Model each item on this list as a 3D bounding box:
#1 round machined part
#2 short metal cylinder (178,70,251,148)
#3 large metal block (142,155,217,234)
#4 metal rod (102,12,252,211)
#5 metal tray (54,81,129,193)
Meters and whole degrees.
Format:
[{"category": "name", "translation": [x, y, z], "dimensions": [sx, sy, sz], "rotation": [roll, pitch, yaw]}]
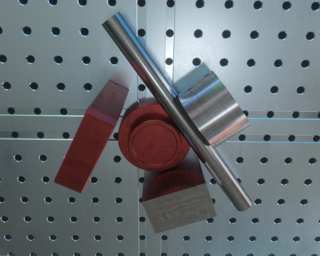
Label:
[{"category": "round machined part", "translation": [-0.007, 0.015, 0.409], "dimensions": [0.099, 0.042, 0.097], "rotation": [0, 110, -1]}, {"category": "short metal cylinder", "translation": [0.065, -0.023, 0.375], "dimensions": [0.050, 0.080, 0.080], "rotation": [-35, 107, 12]}, {"category": "large metal block", "translation": [0.024, 0.086, 0.416], "dimensions": [0.080, 0.080, 0.050], "rotation": [-18, 109, 6]}, {"category": "metal rod", "translation": [0.031, -0.008, 0.388], "dimensions": [0.025, 0.025, 0.299], "rotation": [-34, 107, 11]}, {"category": "metal tray", "translation": [-0.074, 0.003, 0.358], "dimensions": [0.030, 0.130, 0.089], "rotation": [26, 108, -9]}]
